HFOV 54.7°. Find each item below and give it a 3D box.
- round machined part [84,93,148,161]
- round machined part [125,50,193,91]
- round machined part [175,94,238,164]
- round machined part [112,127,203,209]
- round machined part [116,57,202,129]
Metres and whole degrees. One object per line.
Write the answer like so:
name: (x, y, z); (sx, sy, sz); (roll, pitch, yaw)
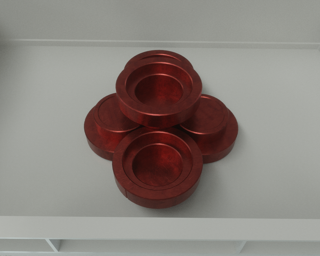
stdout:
round machined part: (-0.048, -0.009, 0.398); (0.099, 0.042, 0.098); (0, 50, 0)
round machined part: (-0.002, -0.066, 0.447); (0.099, 0.042, 0.098); (0, 50, 0)
round machined part: (0.051, -0.006, 0.397); (0.099, 0.042, 0.098); (0, 50, 0)
round machined part: (-0.003, 0.047, 0.352); (0.099, 0.042, 0.098); (0, 50, 0)
round machined part: (-0.001, -0.037, 0.368); (0.099, 0.042, 0.098); (0, 50, 0)
